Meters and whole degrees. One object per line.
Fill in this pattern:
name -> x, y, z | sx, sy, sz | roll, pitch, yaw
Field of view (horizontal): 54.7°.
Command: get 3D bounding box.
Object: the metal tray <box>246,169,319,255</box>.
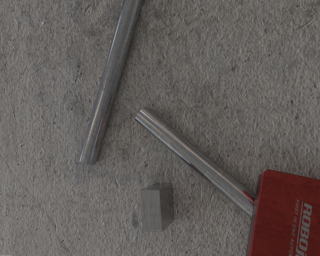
metal tray -> 0.144, 0.117, 0.329 | 0.090, 0.030, 0.130 | 11, 77, 10

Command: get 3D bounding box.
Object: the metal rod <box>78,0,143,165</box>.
metal rod -> -0.061, -0.093, 0.430 | 0.025, 0.025, 0.298 | 19, 96, 19

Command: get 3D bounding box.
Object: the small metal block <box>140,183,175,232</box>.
small metal block -> -0.002, 0.100, 0.396 | 0.025, 0.050, 0.050 | -4, 89, 20

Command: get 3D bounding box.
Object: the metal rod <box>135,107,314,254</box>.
metal rod -> 0.087, 0.073, 0.378 | 0.300, 0.025, 0.025 | 40, 103, 15
